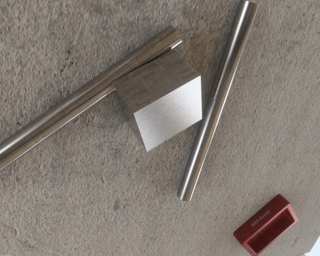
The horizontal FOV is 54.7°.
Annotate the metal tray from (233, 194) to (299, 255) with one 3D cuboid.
[{"bbox_3d":[0.228,0.211,0.662,0.130,0.030,0.090,-40,130,-1],"label":"metal tray"}]

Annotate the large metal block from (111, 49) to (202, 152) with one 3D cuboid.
[{"bbox_3d":[0.000,-0.030,0.357,0.080,0.050,0.080,-31,148,-11],"label":"large metal block"}]

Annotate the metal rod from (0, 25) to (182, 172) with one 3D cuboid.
[{"bbox_3d":[-0.103,-0.018,0.339,0.301,0.025,0.025,-36,130,-5],"label":"metal rod"}]

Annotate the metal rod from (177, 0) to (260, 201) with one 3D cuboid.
[{"bbox_3d":[0.074,-0.021,0.436,0.025,0.025,0.298,0,118,-29],"label":"metal rod"}]
